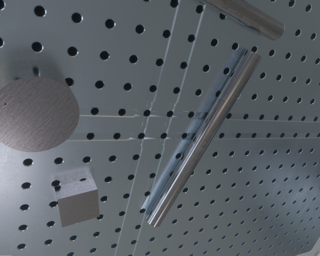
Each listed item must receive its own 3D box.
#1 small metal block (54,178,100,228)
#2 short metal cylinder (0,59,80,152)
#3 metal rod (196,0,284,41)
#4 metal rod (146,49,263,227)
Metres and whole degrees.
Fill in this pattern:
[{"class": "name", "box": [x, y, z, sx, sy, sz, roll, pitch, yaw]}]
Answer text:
[{"class": "small metal block", "box": [-0.110, 0.099, 0.413, 0.050, 0.025, 0.050, -11, 123, -23]}, {"class": "short metal cylinder", "box": [-0.127, -0.023, 0.312, 0.081, 0.050, 0.079, -14, 124, -21]}, {"class": "metal rod", "box": [0.033, -0.156, 0.332, 0.302, 0.025, 0.025, 12, 112, -34]}, {"class": "metal rod", "box": [0.058, 0.025, 0.458, 0.025, 0.025, 0.298, 17, 109, -35]}]
